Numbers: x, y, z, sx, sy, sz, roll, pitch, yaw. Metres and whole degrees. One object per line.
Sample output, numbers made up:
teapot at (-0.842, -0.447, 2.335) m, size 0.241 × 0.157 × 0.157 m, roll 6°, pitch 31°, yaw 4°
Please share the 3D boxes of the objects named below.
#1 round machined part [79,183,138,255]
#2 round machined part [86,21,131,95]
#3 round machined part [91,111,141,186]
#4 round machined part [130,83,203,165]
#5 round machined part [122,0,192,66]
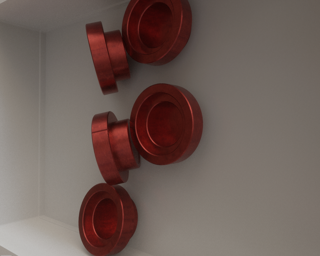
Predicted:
round machined part at (-0.070, 0.129, 0.443) m, size 0.098 × 0.042 × 0.098 m, roll -13°, pitch 69°, yaw 39°
round machined part at (-0.068, -0.097, 0.427) m, size 0.042 × 0.098 × 0.098 m, roll -14°, pitch 78°, yaw -5°
round machined part at (-0.054, 0.024, 0.414) m, size 0.042 × 0.098 × 0.098 m, roll -13°, pitch 80°, yaw 3°
round machined part at (0.012, -0.005, 0.384) m, size 0.098 × 0.042 × 0.097 m, roll 0°, pitch 90°, yaw 39°
round machined part at (0.000, -0.128, 0.394) m, size 0.098 × 0.042 × 0.097 m, roll 0°, pitch 90°, yaw 39°
